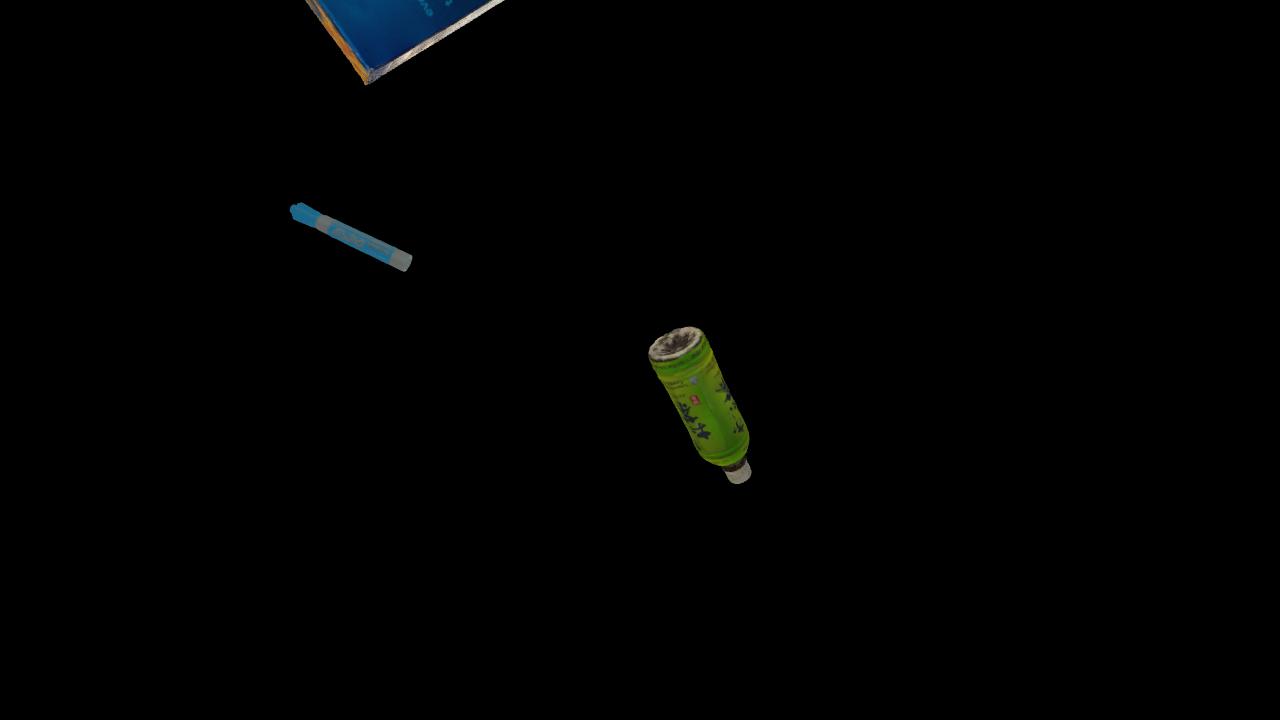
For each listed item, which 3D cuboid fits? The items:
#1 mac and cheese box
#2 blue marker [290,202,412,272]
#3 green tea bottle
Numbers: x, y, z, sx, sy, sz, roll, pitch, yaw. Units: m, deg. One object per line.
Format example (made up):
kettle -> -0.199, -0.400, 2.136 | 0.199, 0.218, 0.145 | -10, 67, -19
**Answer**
mac and cheese box -> -0.092, -0.232, 0.314 | 0.184, 0.093, 0.041 | -40, 28, -14
blue marker -> -0.286, -0.122, 0.609 | 0.121, 0.020, 0.020 | 26, -3, -7
green tea bottle -> 0.082, 0.062, 0.728 | 0.073, 0.212, 0.073 | -23, 29, 13
